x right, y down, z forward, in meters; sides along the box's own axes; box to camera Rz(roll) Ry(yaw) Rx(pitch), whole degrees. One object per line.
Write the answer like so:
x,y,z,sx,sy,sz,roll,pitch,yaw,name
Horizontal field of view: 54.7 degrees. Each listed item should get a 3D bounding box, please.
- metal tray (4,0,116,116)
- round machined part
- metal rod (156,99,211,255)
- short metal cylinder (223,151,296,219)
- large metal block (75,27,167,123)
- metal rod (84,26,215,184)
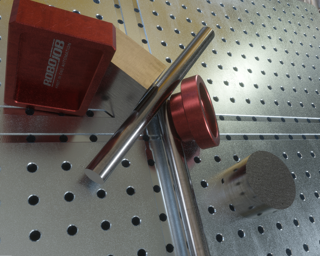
-0.108,-0.063,0.322,0.091,0.129,0.030,8,58,-24,metal tray
0.045,-0.018,0.413,0.098,0.042,0.097,-16,90,-72,round machined part
0.028,0.074,0.379,0.025,0.025,0.299,2,61,-28,metal rod
0.134,0.077,0.419,0.081,0.050,0.080,14,56,-21,short metal cylinder
-0.051,-0.064,0.385,0.080,0.080,0.050,38,51,-4,large metal block
0.003,-0.050,0.409,0.025,0.025,0.301,38,56,-3,metal rod
